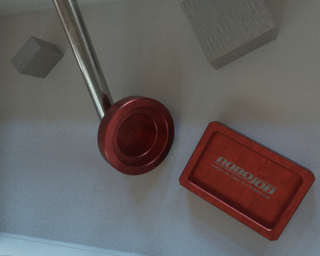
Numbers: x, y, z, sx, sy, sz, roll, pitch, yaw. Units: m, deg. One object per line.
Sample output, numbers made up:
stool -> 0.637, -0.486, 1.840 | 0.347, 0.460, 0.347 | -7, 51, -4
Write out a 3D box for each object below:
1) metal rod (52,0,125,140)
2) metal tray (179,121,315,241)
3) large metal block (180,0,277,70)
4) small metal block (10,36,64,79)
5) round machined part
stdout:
metal rod -> -0.091, -0.093, 0.367 | 0.025, 0.025, 0.298 | -7, 117, 19
metal tray -> 0.100, 0.059, 0.372 | 0.130, 0.030, 0.090 | 30, 99, 17
large metal block -> 0.082, -0.127, 0.368 | 0.080, 0.050, 0.080 | -26, 82, 17
small metal block -> -0.181, -0.103, 0.459 | 0.050, 0.050, 0.025 | -44, 77, 14
round machined part -> -0.034, 0.007, 0.393 | 0.042, 0.099, 0.097 | 22, 99, 53
